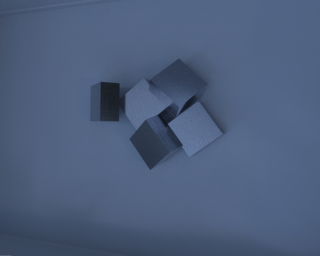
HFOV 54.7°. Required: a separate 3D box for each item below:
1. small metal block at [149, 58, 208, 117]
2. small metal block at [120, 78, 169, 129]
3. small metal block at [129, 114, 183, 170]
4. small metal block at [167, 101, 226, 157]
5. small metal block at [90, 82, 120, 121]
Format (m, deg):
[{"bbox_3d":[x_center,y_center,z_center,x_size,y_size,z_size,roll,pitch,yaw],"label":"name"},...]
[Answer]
[{"bbox_3d":[0.022,-0.051,0.388,0.050,0.025,0.050,-40,75,-21],"label":"small metal block"},{"bbox_3d":[-0.021,-0.030,0.415,0.050,0.025,0.050,-39,78,15],"label":"small metal block"},{"bbox_3d":[-0.006,0.018,0.398,0.050,0.025,0.050,55,137,12],"label":"small metal block"},{"bbox_3d":[0.046,0.001,0.392,0.050,0.025,0.050,-37,79,16],"label":"small metal block"},{"bbox_3d":[-0.075,-0.034,0.420,0.050,0.025,0.050,1,90,63],"label":"small metal block"}]
